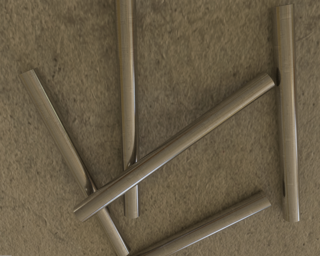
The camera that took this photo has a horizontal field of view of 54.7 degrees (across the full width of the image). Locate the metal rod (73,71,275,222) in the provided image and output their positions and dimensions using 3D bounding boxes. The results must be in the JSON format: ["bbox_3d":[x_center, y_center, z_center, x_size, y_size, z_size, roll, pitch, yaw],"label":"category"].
[{"bbox_3d":[0.015,0.027,0.400,0.300,0.025,0.025,-36,107,4],"label":"metal rod"}]

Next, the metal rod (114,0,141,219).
[{"bbox_3d":[-0.040,-0.014,0.404,0.025,0.025,0.298,0,110,-1],"label":"metal rod"}]

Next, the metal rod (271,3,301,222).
[{"bbox_3d":[0.169,-0.005,0.410,0.025,0.025,0.298,-10,110,3],"label":"metal rod"}]

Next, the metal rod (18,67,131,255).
[{"bbox_3d":[-0.110,0.061,0.430,0.025,0.025,0.299,-20,109,7],"label":"metal rod"}]

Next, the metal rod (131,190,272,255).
[{"bbox_3d":[0.027,0.175,0.474,0.300,0.025,0.025,-30,108,10],"label":"metal rod"}]
